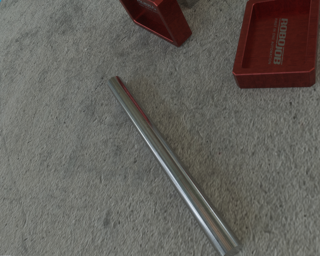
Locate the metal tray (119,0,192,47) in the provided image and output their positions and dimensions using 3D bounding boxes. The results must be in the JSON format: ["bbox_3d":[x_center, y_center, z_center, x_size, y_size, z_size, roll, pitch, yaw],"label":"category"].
[{"bbox_3d":[-0.016,-0.186,0.482,0.030,0.090,0.130,-47,52,-4],"label":"metal tray"}]

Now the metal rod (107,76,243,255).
[{"bbox_3d":[0.000,0.024,0.387,0.025,0.025,0.300,-38,51,2],"label":"metal rod"}]

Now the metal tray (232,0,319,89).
[{"bbox_3d":[0.149,-0.112,0.390,0.090,0.030,0.130,3,63,29],"label":"metal tray"}]

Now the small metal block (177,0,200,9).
[{"bbox_3d":[0.049,-0.234,0.521,0.050,0.025,0.050,-44,51,-3],"label":"small metal block"}]
